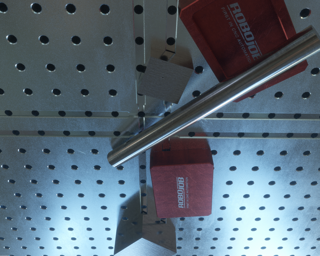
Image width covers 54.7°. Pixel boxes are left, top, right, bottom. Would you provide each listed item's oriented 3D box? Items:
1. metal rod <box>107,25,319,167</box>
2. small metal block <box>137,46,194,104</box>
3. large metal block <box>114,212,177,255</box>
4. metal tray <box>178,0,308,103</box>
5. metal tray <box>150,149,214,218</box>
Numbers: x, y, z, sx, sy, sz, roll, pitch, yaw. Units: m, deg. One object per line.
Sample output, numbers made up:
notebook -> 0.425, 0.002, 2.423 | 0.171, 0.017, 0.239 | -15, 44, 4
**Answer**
metal rod -> 0.038, -0.019, 0.365 | 0.025, 0.025, 0.299 | 37, 130, -28
small metal block -> 0.005, -0.060, 0.360 | 0.050, 0.025, 0.050 | 14, 129, -13
large metal block -> -0.027, 0.211, 0.575 | 0.080, 0.050, 0.080 | 34, 122, -26
metal tray -> 0.089, -0.097, 0.327 | 0.090, 0.030, 0.130 | -26, 126, 20
metal tray -> 0.035, 0.091, 0.486 | 0.091, 0.030, 0.129 | -4, 130, 2
